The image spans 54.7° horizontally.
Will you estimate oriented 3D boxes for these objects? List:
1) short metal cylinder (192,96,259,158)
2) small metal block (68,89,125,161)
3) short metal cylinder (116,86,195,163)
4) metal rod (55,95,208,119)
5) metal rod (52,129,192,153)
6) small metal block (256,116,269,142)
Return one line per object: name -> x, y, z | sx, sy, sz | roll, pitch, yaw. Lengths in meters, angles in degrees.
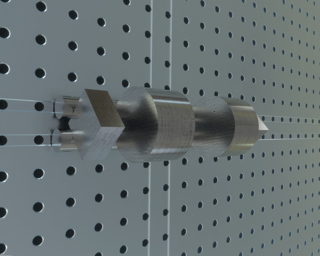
short metal cylinder -> 0.083, -0.002, 0.414 | 0.050, 0.080, 0.080 | 1, 90, -40
small metal block -> -0.065, -0.003, 0.309 | 0.025, 0.050, 0.050 | 1, 47, -40
short metal cylinder -> -0.008, -0.003, 0.338 | 0.050, 0.080, 0.080 | 1, 90, -40
metal rod -> 0.011, -0.020, 0.419 | 0.302, 0.025, 0.025 | 1, 90, -40
metal rod -> 0.009, 0.015, 0.417 | 0.302, 0.025, 0.025 | 1, 90, -40
small metal block -> 0.126, 0.000, 0.469 | 0.025, 0.050, 0.050 | 1, 49, -40
